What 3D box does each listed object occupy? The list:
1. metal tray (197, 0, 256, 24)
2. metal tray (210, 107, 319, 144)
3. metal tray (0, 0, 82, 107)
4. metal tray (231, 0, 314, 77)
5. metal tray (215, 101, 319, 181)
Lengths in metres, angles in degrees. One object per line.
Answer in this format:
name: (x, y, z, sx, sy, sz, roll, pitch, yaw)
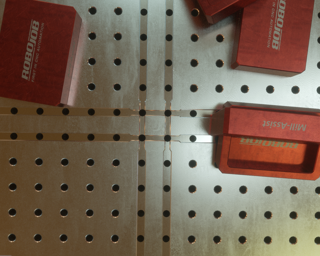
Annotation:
metal tray: (0.074, -0.212, 0.391, 0.090, 0.030, 0.130, -27, 81, 13)
metal tray: (0.135, 0.000, 0.381, 0.131, 0.090, 0.030, 5, 87, -1)
metal tray: (-0.162, -0.098, 0.409, 0.091, 0.030, 0.129, 10, 90, -1)
metal tray: (0.151, -0.140, 0.413, 0.091, 0.030, 0.129, 7, 90, -1)
metal tray: (0.144, 0.017, 0.401, 0.131, 0.030, 0.089, 5, 104, -1)
